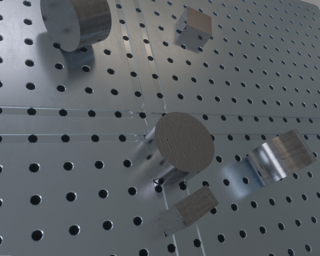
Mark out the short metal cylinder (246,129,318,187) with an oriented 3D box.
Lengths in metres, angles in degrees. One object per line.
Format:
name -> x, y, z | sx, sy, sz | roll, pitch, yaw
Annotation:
short metal cylinder -> 0.171, 0.043, 0.439 | 0.081, 0.080, 0.050 | -15, 70, -34

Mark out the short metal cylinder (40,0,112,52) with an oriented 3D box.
short metal cylinder -> -0.109, -0.146, 0.403 | 0.050, 0.080, 0.080 | -35, 81, -38

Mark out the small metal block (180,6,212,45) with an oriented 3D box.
small metal block -> 0.065, -0.184, 0.555 | 0.050, 0.025, 0.050 | 17, 55, -19

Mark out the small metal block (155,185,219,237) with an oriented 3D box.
small metal block -> 0.030, 0.094, 0.351 | 0.050, 0.050, 0.025 | -24, 75, -36

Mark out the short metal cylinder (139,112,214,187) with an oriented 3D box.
short metal cylinder -> 0.020, 0.027, 0.387 | 0.081, 0.050, 0.080 | 14, 56, -21
